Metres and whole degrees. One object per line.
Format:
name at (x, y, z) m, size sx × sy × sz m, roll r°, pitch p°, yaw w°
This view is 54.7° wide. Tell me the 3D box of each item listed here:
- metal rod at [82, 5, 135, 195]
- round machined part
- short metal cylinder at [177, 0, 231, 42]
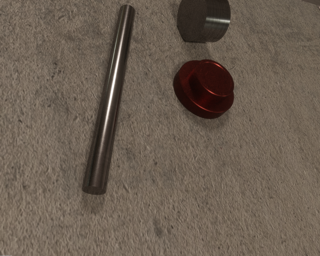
metal rod at (-0.061, -0.059, 0.408) m, size 0.025 × 0.025 × 0.300 m, roll 17°, pitch 55°, yaw -19°
round machined part at (0.074, -0.066, 0.475) m, size 0.099 × 0.042 × 0.098 m, roll 14°, pitch 56°, yaw -21°
short metal cylinder at (0.073, -0.187, 0.524) m, size 0.050 × 0.080 × 0.080 m, roll -6°, pitch 65°, yaw -31°
